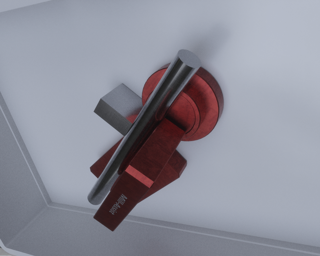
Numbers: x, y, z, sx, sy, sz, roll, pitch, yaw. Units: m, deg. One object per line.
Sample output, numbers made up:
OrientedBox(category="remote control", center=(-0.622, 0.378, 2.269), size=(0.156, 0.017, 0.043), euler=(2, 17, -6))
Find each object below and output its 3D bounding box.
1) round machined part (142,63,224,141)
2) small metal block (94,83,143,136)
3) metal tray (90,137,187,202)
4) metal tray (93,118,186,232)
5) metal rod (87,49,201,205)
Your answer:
OrientedBox(category="round machined part", center=(0.022, -0.025, 0.367), size=(0.098, 0.042, 0.097), euler=(13, 124, 20))
OrientedBox(category="small metal block", center=(-0.047, -0.024, 0.399), size=(0.050, 0.050, 0.025), euler=(39, 129, 1))
OrientedBox(category="metal tray", center=(-0.036, 0.057, 0.456), size=(0.090, 0.030, 0.129), euler=(46, 129, -5))
OrientedBox(category="metal tray", center=(-0.026, 0.057, 0.363), size=(0.030, 0.090, 0.129), euler=(36, 135, 1))
OrientedBox(category="metal rod", center=(-0.037, 0.023, 0.389), size=(0.025, 0.025, 0.298), euler=(38, 133, 2))
